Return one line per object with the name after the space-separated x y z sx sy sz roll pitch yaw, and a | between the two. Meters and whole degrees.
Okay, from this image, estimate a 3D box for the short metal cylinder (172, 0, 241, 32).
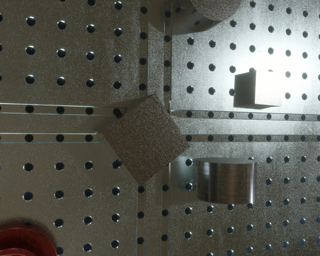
0.063 -0.179 0.424 0.081 0.050 0.079 0 90 -21 | short metal cylinder

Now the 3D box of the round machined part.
-0.164 0.160 0.343 0.099 0.042 0.097 0 90 -21 | round machined part

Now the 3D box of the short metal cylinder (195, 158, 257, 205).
0.088 0.068 0.418 0.081 0.080 0.050 1 90 -20 | short metal cylinder

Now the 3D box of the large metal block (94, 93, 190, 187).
-0.023 0.014 0.392 0.080 0.050 0.080 -37 102 -16 | large metal block

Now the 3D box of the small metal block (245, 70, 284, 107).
0.159 -0.059 0.473 0.050 0.025 0.050 3 89 -20 | small metal block
